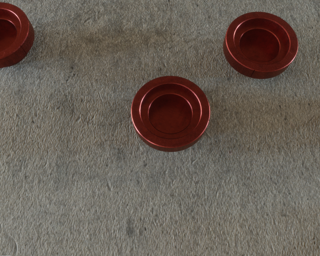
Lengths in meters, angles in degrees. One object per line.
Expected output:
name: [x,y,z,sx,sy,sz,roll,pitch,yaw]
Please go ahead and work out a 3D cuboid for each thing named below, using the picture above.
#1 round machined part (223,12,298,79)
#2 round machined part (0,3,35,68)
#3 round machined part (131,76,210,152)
round machined part: [0.139,-0.112,0.441,0.099,0.042,0.098,0,70,0]
round machined part: [-0.229,-0.127,0.444,0.099,0.042,0.098,0,70,0]
round machined part: [0.013,-0.015,0.405,0.099,0.042,0.098,0,70,0]
